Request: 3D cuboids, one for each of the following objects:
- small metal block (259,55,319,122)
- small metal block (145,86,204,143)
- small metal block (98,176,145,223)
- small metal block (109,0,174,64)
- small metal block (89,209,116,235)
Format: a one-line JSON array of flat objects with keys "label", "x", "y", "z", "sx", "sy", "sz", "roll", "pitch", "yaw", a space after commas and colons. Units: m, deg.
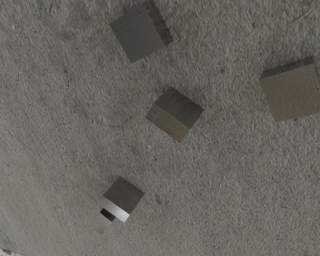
[{"label": "small metal block", "x": 0.135, "y": -0.038, "z": 0.312, "sx": 0.050, "sy": 0.025, "sz": 0.050, "roll": -15, "pitch": 111, "yaw": 34}, {"label": "small metal block", "x": 0.019, "y": -0.017, "z": 0.370, "sx": 0.050, "sy": 0.050, "sz": 0.025, "roll": 36, "pitch": 129, "yaw": 4}, {"label": "small metal block", "x": -0.060, "y": 0.112, "z": 0.492, "sx": 0.050, "sy": 0.050, "sz": 0.025, "roll": 34, "pitch": 129, "yaw": 5}, {"label": "small metal block", "x": -0.021, "y": -0.108, "z": 0.351, "sx": 0.050, "sy": 0.025, "sz": 0.050, "roll": -18, "pitch": 109, "yaw": 35}, {"label": "small metal block", "x": -0.087, "y": 0.145, "z": 0.527, "sx": 0.025, "sy": 0.050, "sz": 0.050, "roll": 39, "pitch": 129, "yaw": 2}]
